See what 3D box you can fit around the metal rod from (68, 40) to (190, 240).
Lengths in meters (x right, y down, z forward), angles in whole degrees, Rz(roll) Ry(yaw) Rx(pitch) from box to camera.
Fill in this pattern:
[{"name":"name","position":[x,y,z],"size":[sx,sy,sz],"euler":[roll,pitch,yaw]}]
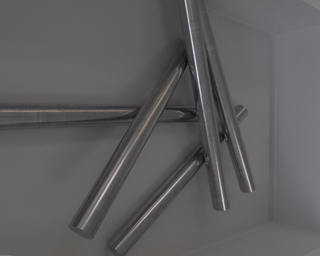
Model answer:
[{"name":"metal rod","position":[-0.012,-0.016,0.361],"size":[0.025,0.025,0.301],"euler":[50,50,-28]}]

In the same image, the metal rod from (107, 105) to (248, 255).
[{"name":"metal rod","position":[0.042,0.058,0.441],"size":[0.302,0.025,0.025],"euler":[-42,116,-32]}]

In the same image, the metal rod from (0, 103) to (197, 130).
[{"name":"metal rod","position":[-0.056,-0.015,0.359],"size":[0.302,0.025,0.025],"euler":[-3,92,-40]}]

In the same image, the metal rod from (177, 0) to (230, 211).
[{"name":"metal rod","position":[0.061,-0.027,0.418],"size":[0.025,0.025,0.298],"euler":[-22,107,-38]}]

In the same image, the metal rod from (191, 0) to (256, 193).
[{"name":"metal rod","position":[0.091,-0.039,0.448],"size":[0.025,0.025,0.298],"euler":[-32,110,-35]}]
